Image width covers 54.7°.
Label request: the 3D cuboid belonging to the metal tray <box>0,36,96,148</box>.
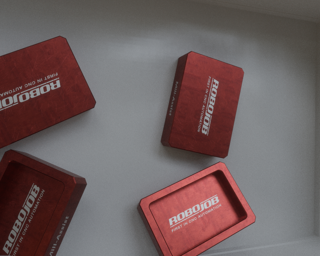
[{"bbox_3d":[-0.152,-0.039,0.352,0.131,0.030,0.090,-26,99,-18],"label":"metal tray"}]

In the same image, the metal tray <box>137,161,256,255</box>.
[{"bbox_3d":[0.047,0.111,0.406,0.131,0.030,0.090,-22,72,-19],"label":"metal tray"}]

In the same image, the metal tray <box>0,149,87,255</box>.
[{"bbox_3d":[-0.147,0.099,0.331,0.090,0.030,0.130,21,82,13],"label":"metal tray"}]

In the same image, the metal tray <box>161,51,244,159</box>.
[{"bbox_3d":[0.060,-0.030,0.430,0.091,0.030,0.129,14,85,-20],"label":"metal tray"}]
